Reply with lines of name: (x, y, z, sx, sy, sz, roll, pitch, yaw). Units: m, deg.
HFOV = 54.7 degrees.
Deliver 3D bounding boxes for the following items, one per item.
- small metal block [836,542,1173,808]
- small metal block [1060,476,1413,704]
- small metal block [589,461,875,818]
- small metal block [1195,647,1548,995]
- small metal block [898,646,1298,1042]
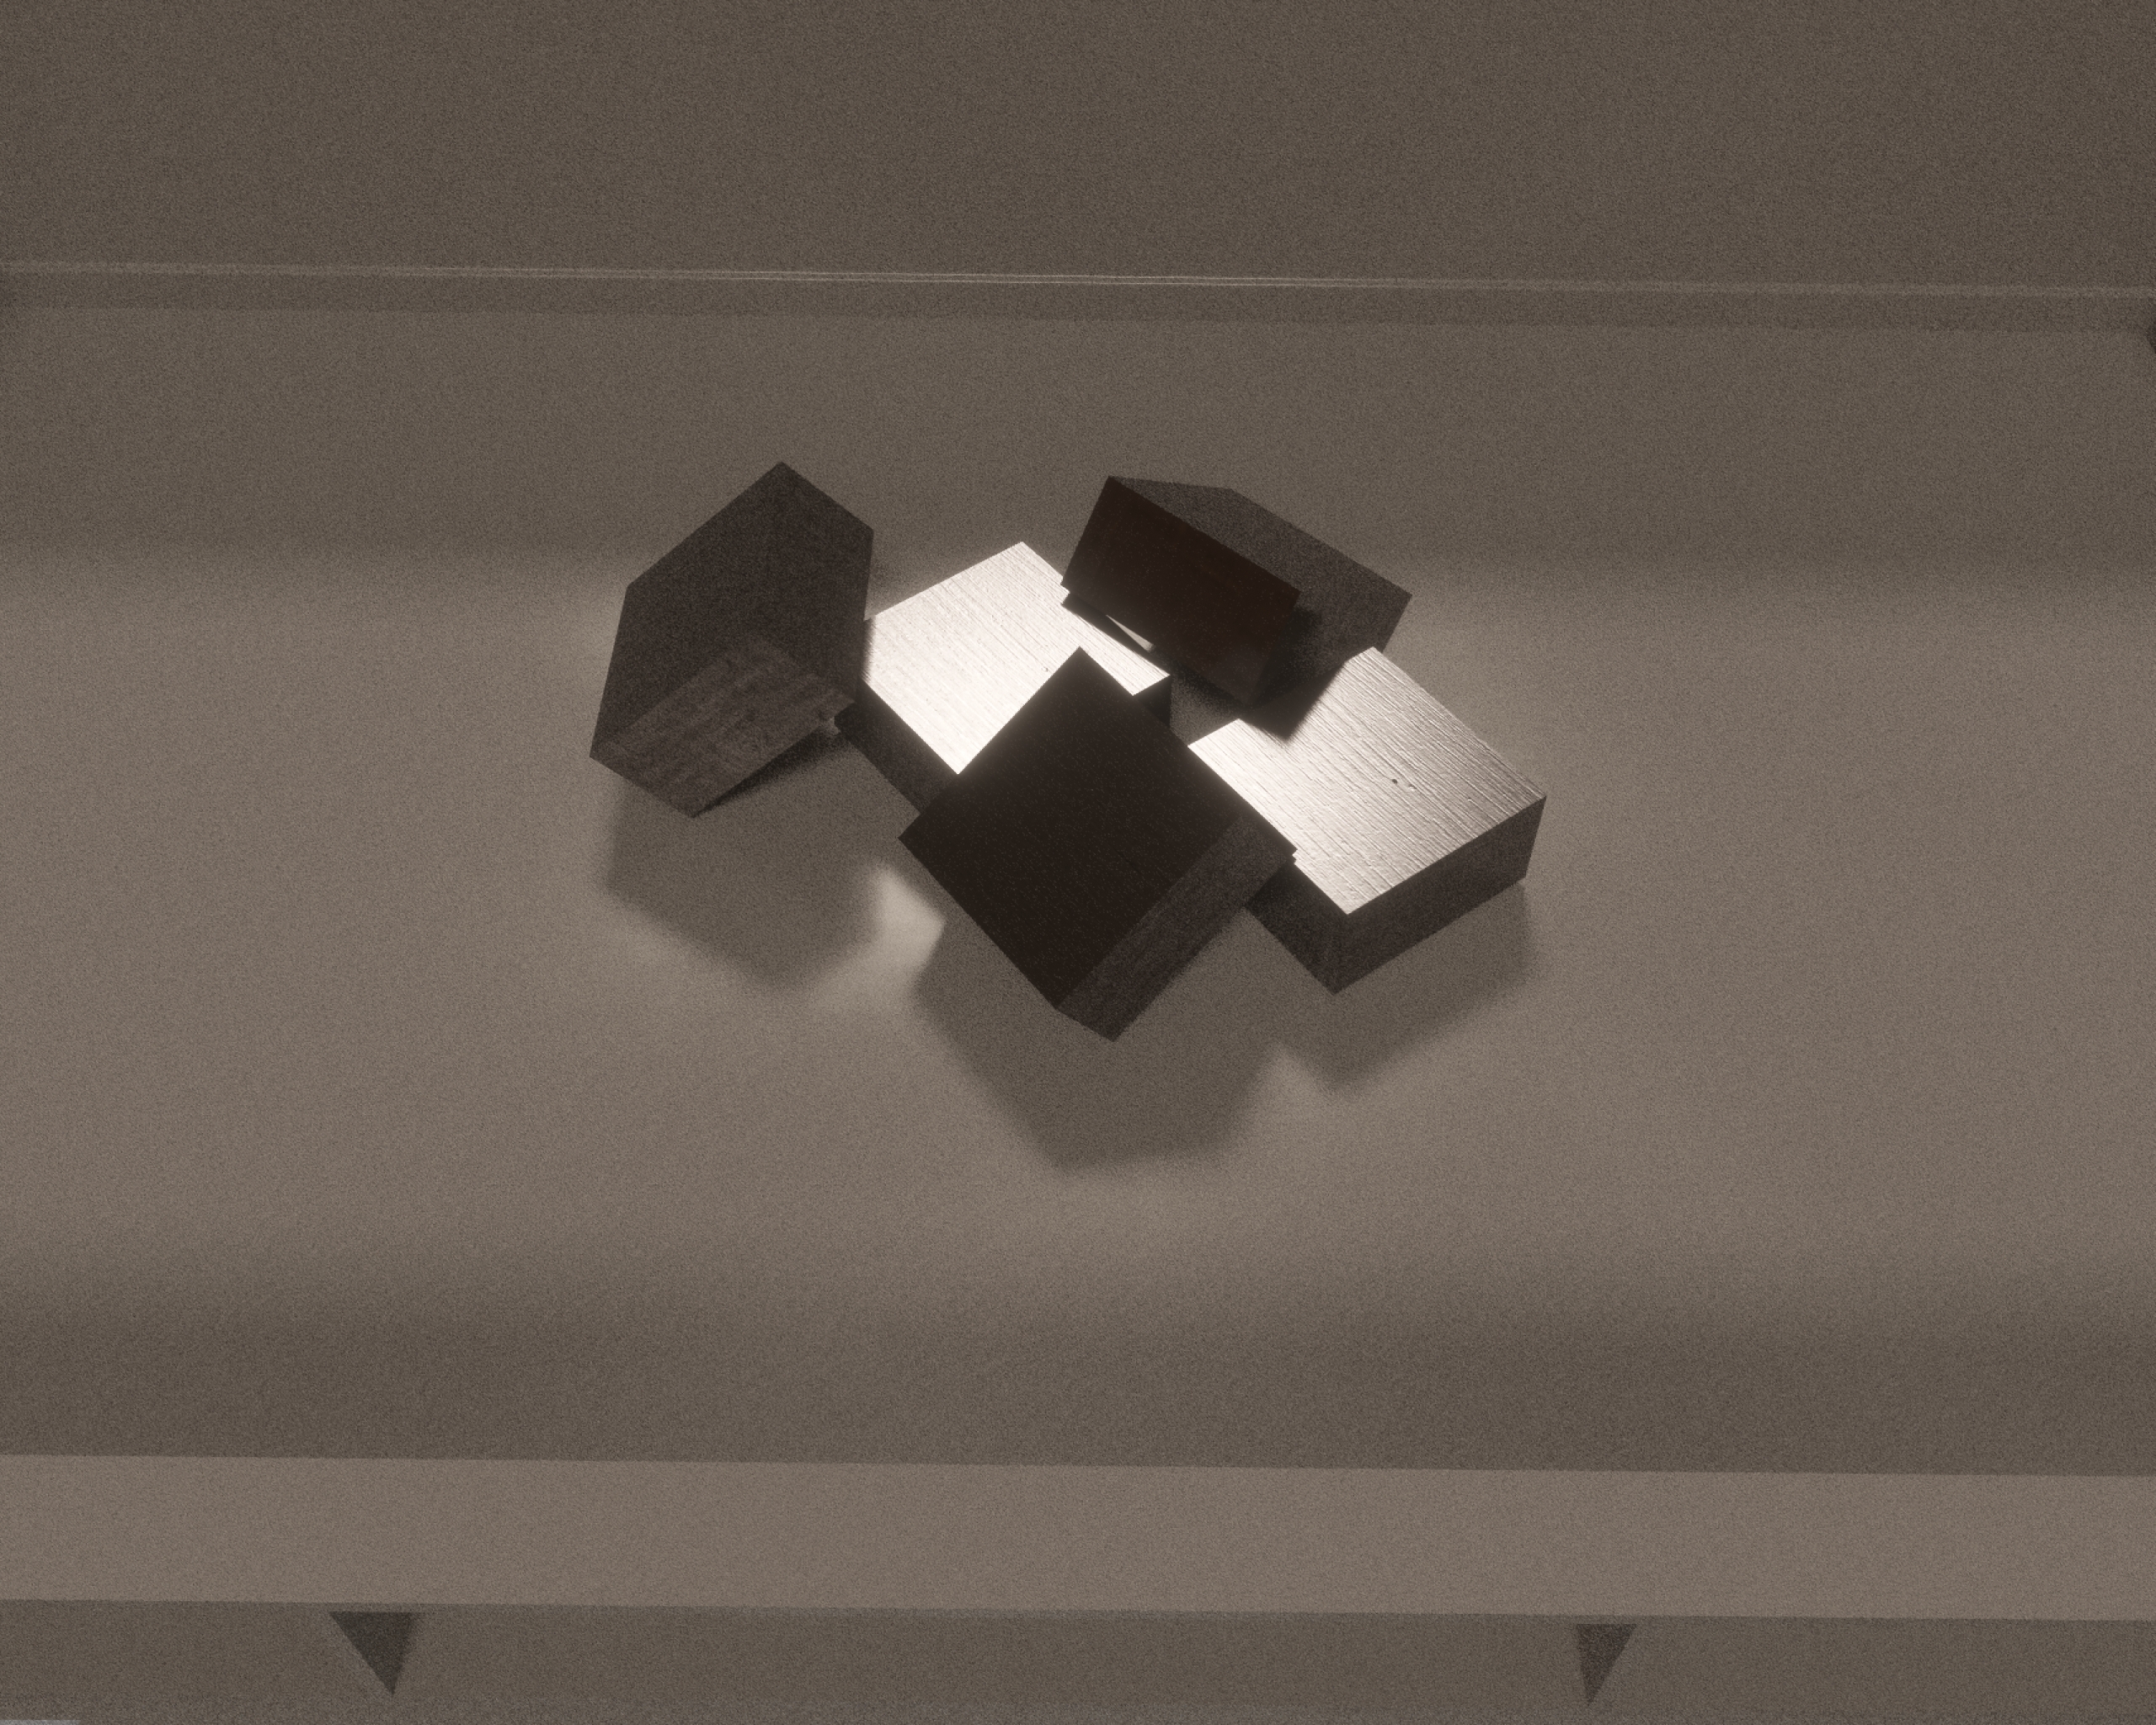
small metal block: (-0.016, -0.034, 0.431, 0.050, 0.025, 0.050, -31, 57, -24)
small metal block: (0.034, -0.057, 0.436, 0.050, 0.025, 0.050, 36, 24, 25)
small metal block: (-0.069, -0.045, 0.422, 0.050, 0.025, 0.050, -31, 40, 32)
small metal block: (0.055, -0.009, 0.411, 0.050, 0.025, 0.050, -29, 56, -23)
small metal block: (0.003, -0.004, 0.391, 0.050, 0.025, 0.050, -47, 59, 4)
